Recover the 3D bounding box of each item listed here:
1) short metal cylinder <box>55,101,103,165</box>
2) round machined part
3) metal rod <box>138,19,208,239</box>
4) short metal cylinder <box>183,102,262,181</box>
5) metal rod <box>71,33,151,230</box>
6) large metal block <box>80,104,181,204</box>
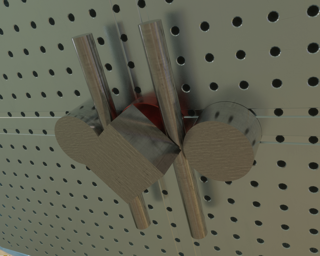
[{"bbox_3d":[-0.105,0.007,0.455,0.080,0.050,0.079,13,124,21],"label":"short metal cylinder"},{"bbox_3d":[-0.014,0.011,0.415,0.098,0.042,0.097,13,124,21],"label":"round machined part"},{"bbox_3d":[0.023,0.021,0.385,0.025,0.025,0.298,0,119,28],"label":"metal rod"},{"bbox_3d":[0.074,0.016,0.365,0.080,0.050,0.079,13,124,21],"label":"short metal cylinder"},{"bbox_3d":[-0.060,0.022,0.429,0.025,0.025,0.298,0,119,28],"label":"metal rod"},{"bbox_3d":[-0.036,0.032,0.373,0.080,0.050,0.080,44,129,-2],"label":"large metal block"}]
